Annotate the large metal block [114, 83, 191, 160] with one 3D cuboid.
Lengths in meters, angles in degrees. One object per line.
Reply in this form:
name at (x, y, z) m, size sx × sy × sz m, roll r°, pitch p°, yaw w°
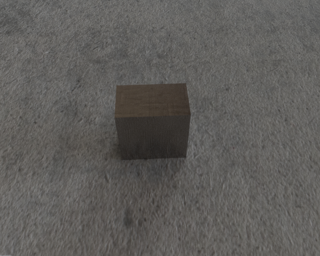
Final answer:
large metal block at (-0.009, -0.006, 0.373) m, size 0.080 × 0.080 × 0.050 m, roll -2°, pitch 50°, yaw -2°
